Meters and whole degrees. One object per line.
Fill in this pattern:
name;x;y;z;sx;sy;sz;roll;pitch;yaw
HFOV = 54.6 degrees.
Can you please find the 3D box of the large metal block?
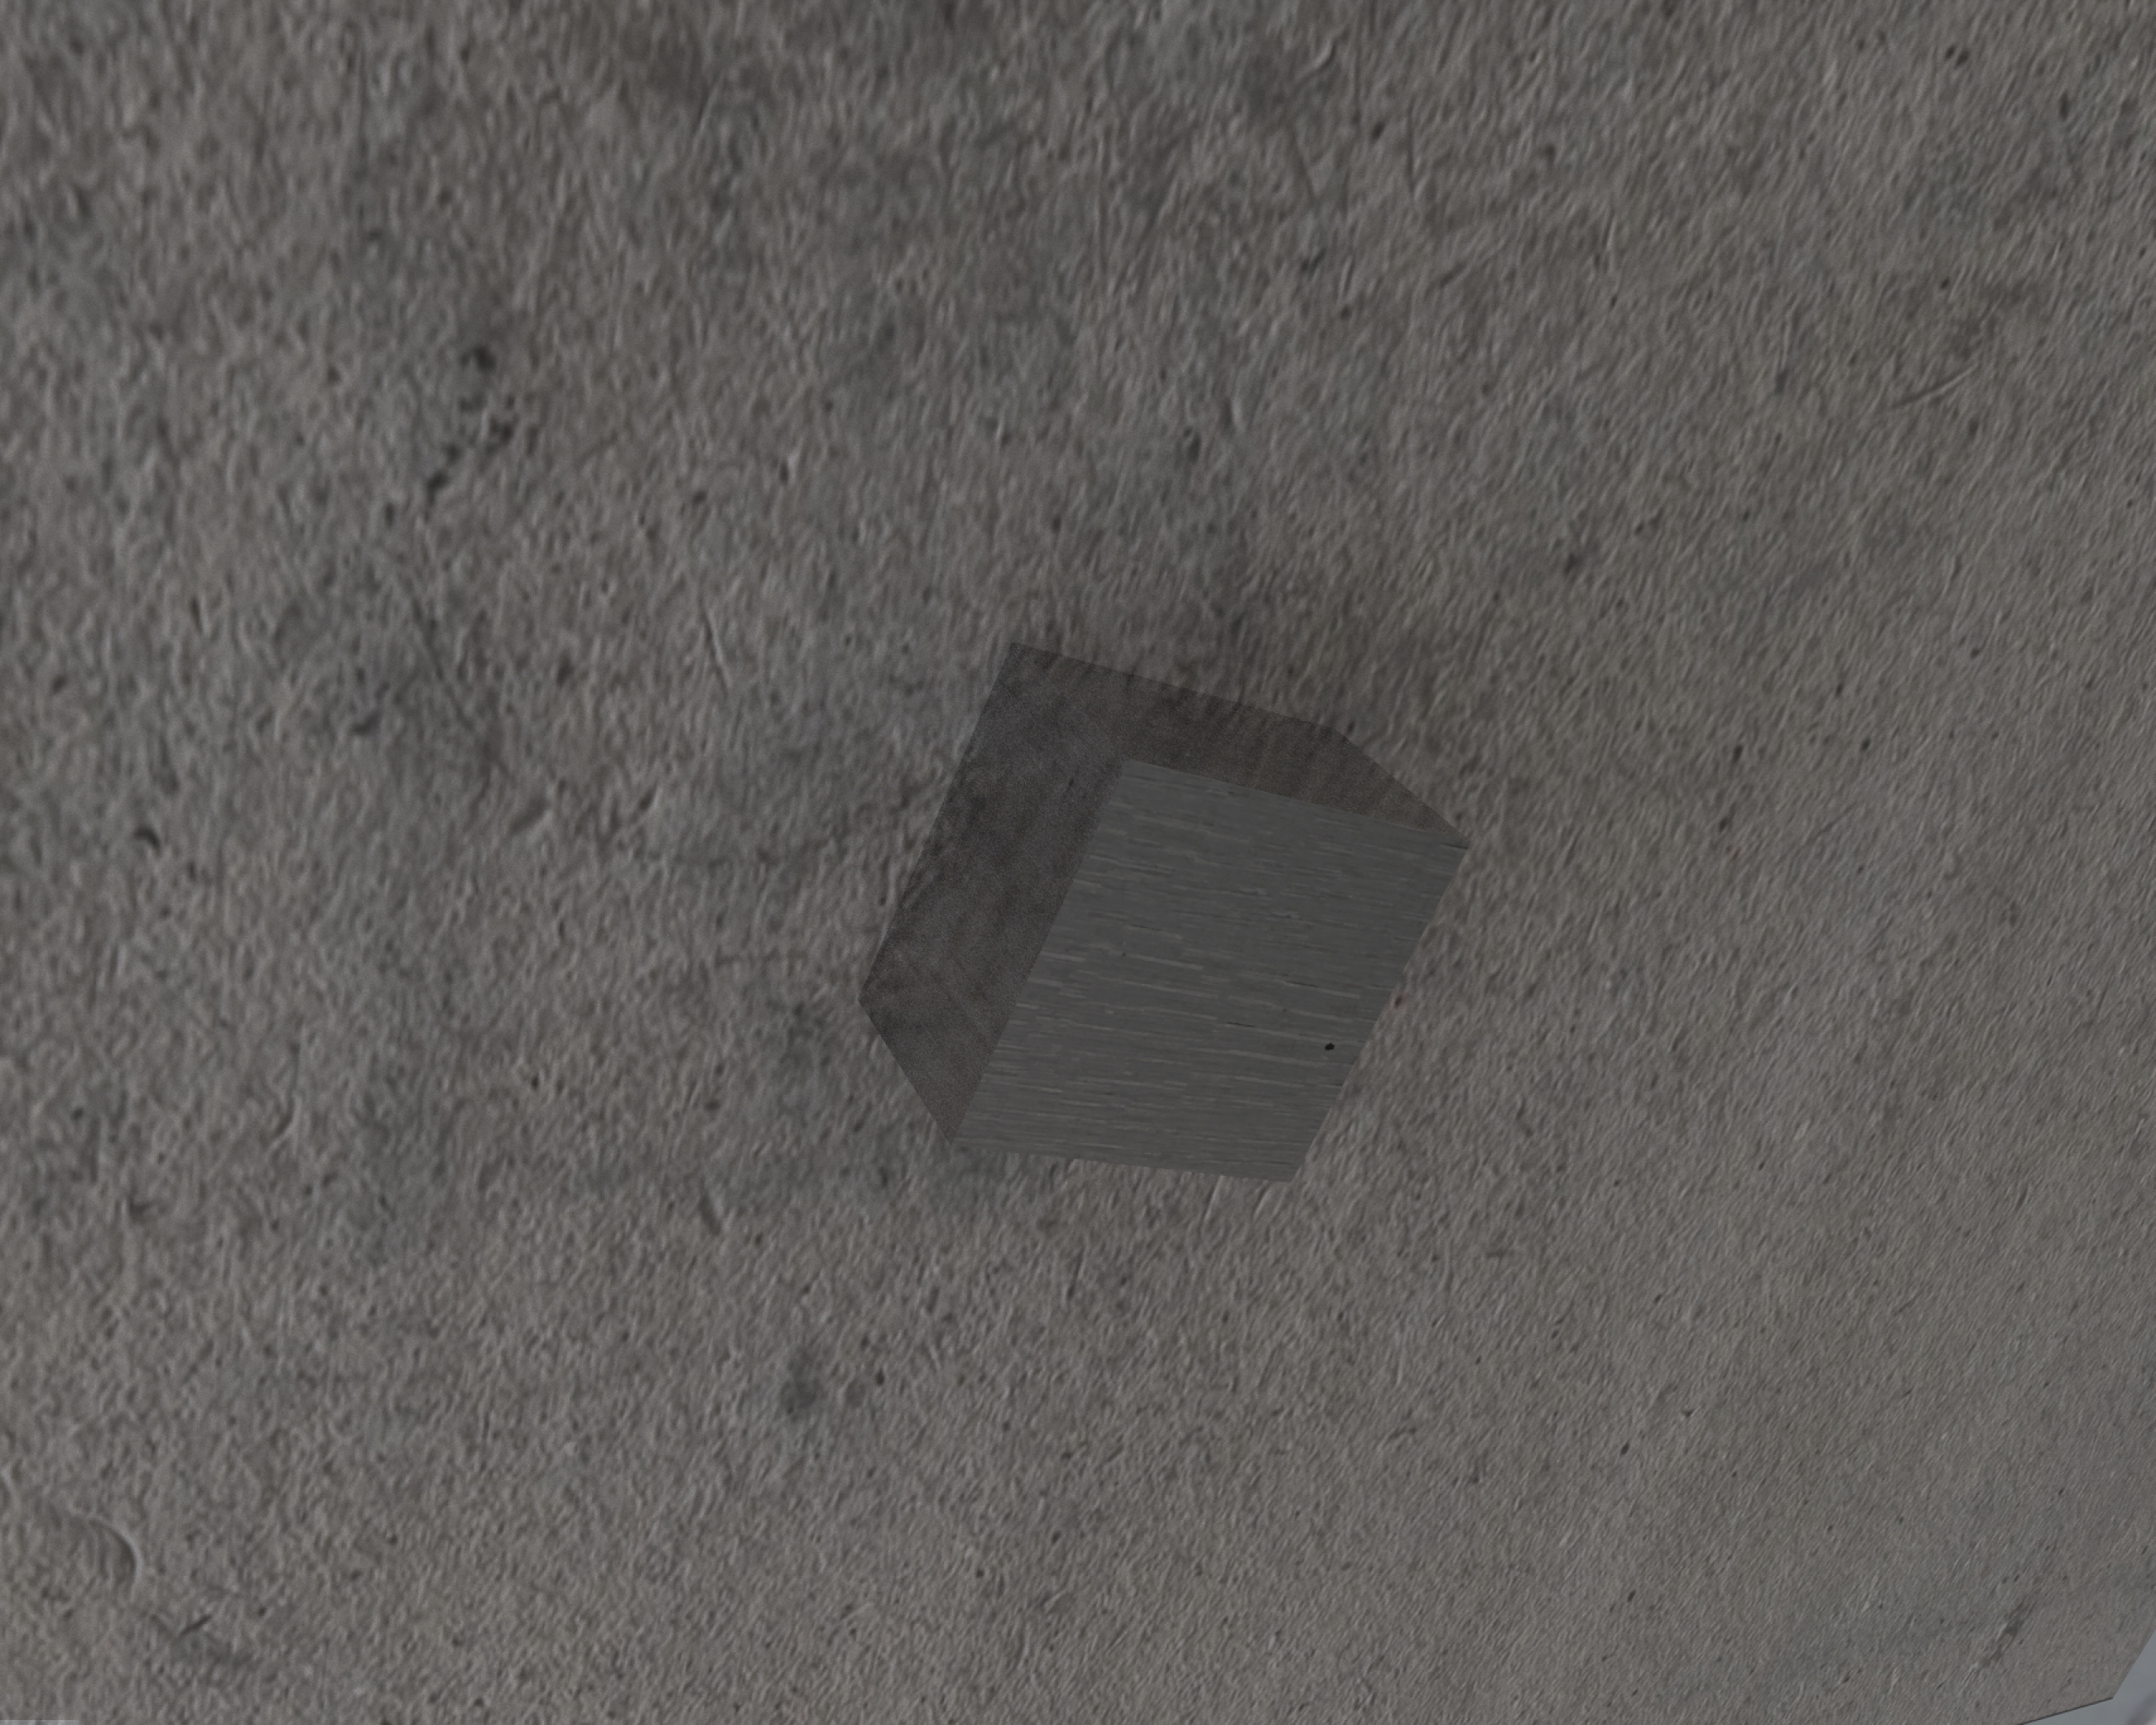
large metal block;0.015;0.012;0.406;0.081;0.050;0.080;12;112;-33
